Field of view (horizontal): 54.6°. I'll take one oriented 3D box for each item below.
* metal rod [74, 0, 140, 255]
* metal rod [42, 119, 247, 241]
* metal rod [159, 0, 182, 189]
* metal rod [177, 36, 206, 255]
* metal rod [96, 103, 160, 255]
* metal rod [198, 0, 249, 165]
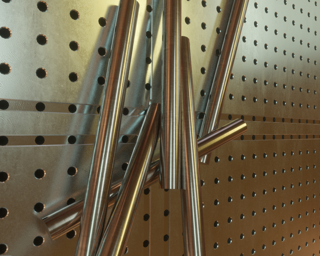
[{"bbox_3d":[-0.055,-0.007,0.339,0.025,0.025,0.299,19,71,-38],"label":"metal rod"},{"bbox_3d":[0.004,0.050,0.391,0.302,0.025,0.025,-24,106,-31],"label":"metal rod"},{"bbox_3d":[0.014,-0.075,0.392,0.025,0.025,0.299,11,75,-39],"label":"metal rod"},{"bbox_3d":[0.034,0.021,0.387,0.025,0.025,0.299,13,66,-39],"label":"metal rod"},{"bbox_3d":[-0.038,0.090,0.316,0.025,0.025,0.300,44,45,-31],"label":"metal rod"},{"bbox_3d":[0.100,-0.088,0.491,0.025,0.025,0.299,26,74,-37],"label":"metal rod"}]
